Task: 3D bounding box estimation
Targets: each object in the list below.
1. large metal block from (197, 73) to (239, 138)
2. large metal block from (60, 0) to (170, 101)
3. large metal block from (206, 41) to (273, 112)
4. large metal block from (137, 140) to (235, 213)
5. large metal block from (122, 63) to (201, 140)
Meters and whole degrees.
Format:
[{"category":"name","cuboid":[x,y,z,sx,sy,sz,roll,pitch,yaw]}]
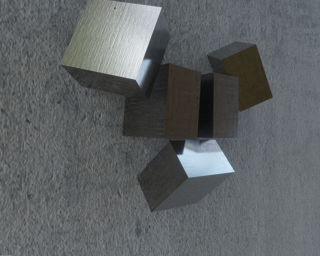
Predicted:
[{"category":"large metal block","cuboid":[0.058,-0.028,0.422,0.050,0.080,0.079,1,90,-40]},{"category":"large metal block","cuboid":[-0.043,-0.082,0.324,0.050,0.080,0.080,59,47,-69]},{"category":"large metal block","cuboid":[0.116,-0.079,0.462,0.050,0.080,0.080,-24,109,2]},{"category":"large metal block","cuboid":[0.031,0.059,0.391,0.081,0.080,0.050,1,50,-40]},{"category":"large metal block","cuboid":[0.000,-0.028,0.373,0.050,0.080,0.080,6,86,-40]}]
